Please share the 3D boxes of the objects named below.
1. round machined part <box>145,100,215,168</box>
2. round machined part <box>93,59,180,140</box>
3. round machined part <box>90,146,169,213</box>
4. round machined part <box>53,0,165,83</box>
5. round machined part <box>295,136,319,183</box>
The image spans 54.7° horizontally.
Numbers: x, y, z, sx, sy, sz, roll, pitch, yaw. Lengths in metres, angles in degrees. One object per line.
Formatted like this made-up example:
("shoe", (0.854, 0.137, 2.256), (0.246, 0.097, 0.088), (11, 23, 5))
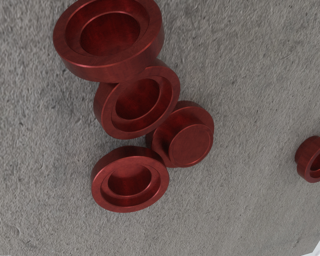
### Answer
("round machined part", (0.033, 0.015, 0.423), (0.099, 0.042, 0.097), (-14, 124, -21))
("round machined part", (-0.029, -0.037, 0.346), (0.099, 0.042, 0.097), (-26, 143, -21))
("round machined part", (-0.041, 0.062, 0.404), (0.099, 0.042, 0.097), (-8, 126, -11))
("round machined part", (-0.044, -0.081, 0.290), (0.098, 0.098, 0.042), (-30, 151, -9))
("round machined part", (0.299, 0.054, 0.592), (0.099, 0.042, 0.097), (-14, 124, -21))
